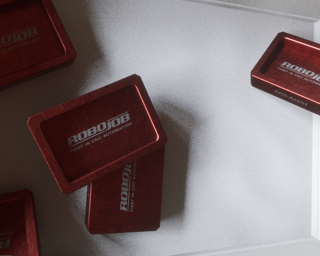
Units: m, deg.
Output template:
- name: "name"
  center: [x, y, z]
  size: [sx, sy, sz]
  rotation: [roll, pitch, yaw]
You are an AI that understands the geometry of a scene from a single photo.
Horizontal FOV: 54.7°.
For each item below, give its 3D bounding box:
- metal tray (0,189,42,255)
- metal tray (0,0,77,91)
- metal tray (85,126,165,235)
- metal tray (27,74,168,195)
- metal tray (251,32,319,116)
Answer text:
- name: "metal tray"
  center: [-0.192, 0.120, 0.311]
  size: [0.131, 0.030, 0.090]
  rotation: [-9, 56, -20]
- name: "metal tray"
  center: [-0.173, -0.094, 0.343]
  size: [0.131, 0.030, 0.090]
  rotation: [-27, 99, -18]
- name: "metal tray"
  center: [-0.043, 0.063, 0.393]
  size: [0.091, 0.030, 0.129]
  rotation: [4, 89, -20]
- name: "metal tray"
  center: [-0.067, 0.004, 0.351]
  size: [0.131, 0.030, 0.090]
  rotation: [-26, 99, -18]
- name: "metal tray"
  center: [0.210, -0.078, 0.444]
  size: [0.130, 0.030, 0.090]
  rotation: [30, 76, 26]
